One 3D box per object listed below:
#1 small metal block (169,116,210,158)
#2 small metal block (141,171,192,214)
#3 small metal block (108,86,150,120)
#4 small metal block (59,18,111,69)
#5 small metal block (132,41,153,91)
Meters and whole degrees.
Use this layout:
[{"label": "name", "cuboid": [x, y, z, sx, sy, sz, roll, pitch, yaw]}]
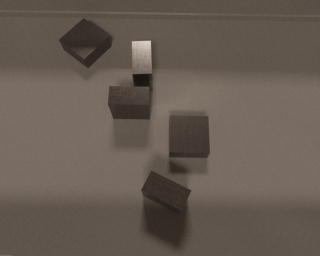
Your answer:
[{"label": "small metal block", "cuboid": [0.037, 0.012, 0.406, 0.050, 0.025, 0.050, 1, 70, 0]}, {"label": "small metal block", "cuboid": [0.007, 0.078, 0.368, 0.050, 0.050, 0.025, 25, 72, 8]}, {"label": "small metal block", "cuboid": [-0.039, -0.032, 0.408, 0.050, 0.050, 0.025, 1, 70, 0]}, {"label": "small metal block", "cuboid": [-0.109, -0.124, 0.454, 0.050, 0.025, 0.050, 38, 74, 12]}, {"label": "small metal block", "cuboid": [-0.024, -0.084, 0.427, 0.025, 0.050, 0.050, -2, 70, -1]}]
